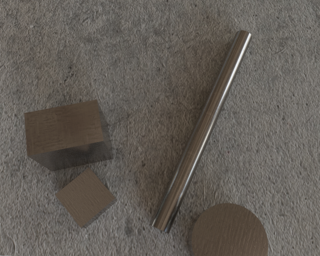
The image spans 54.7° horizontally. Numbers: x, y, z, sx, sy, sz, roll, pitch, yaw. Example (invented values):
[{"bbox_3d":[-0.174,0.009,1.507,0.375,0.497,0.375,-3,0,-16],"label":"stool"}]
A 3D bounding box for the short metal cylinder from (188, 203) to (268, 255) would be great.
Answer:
[{"bbox_3d":[0.073,0.128,0.349,0.081,0.050,0.080,0,70,0],"label":"short metal cylinder"}]

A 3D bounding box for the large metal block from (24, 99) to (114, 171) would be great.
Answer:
[{"bbox_3d":[-0.105,0.012,0.373,0.081,0.080,0.050,-11,71,-4],"label":"large metal block"}]

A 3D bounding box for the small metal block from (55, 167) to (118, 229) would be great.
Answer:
[{"bbox_3d":[-0.088,0.085,0.376,0.050,0.025,0.050,-40,75,-14],"label":"small metal block"}]

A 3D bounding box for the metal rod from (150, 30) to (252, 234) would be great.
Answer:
[{"bbox_3d":[0.062,-0.008,0.411,0.025,0.025,0.300,24,71,8],"label":"metal rod"}]
